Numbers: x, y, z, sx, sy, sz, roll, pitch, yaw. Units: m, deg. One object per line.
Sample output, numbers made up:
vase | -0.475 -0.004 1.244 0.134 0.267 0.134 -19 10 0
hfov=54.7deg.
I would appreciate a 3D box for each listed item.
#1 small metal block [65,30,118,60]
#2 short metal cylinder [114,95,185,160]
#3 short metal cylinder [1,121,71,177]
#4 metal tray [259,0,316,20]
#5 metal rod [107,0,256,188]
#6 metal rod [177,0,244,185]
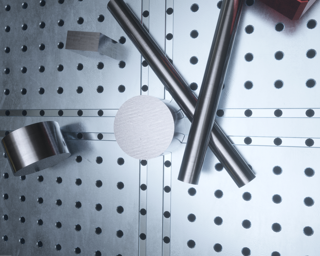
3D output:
small metal block | -0.094 -0.115 0.431 0.050 0.050 0.025 9 93 19
short metal cylinder | -0.012 -0.001 0.403 0.080 0.050 0.079 0 90 19
short metal cylinder | -0.176 0.030 0.444 0.080 0.080 0.050 -27 81 17
metal tray | 0.127 -0.190 0.347 0.130 0.030 0.090 39 79 15
metal rod | 0.021 -0.054 0.404 0.025 0.025 0.299 -38 78 16
metal rod | 0.070 -0.081 0.369 0.025 0.025 0.298 14 88 19
